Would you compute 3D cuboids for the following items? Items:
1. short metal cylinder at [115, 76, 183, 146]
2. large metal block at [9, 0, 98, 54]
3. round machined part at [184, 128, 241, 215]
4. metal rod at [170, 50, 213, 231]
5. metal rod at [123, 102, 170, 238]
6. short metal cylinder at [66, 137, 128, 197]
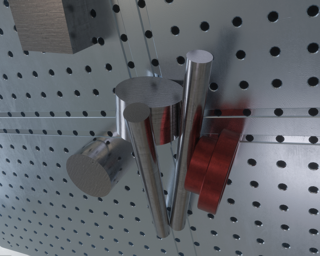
[{"bbox_3d":[-0.012,-0.022,0.368,0.080,0.080,0.050,16,125,19],"label":"short metal cylinder"},{"bbox_3d":[-0.131,-0.139,0.378,0.080,0.050,0.079,10,123,23],"label":"large metal block"},{"bbox_3d":[0.059,0.047,0.361,0.042,0.098,0.097,18,126,16],"label":"round machined part"},{"bbox_3d":[0.032,0.042,0.390,0.025,0.025,0.298,19,135,17],"label":"metal rod"},{"bbox_3d":[-0.008,0.078,0.400,0.025,0.025,0.299,17,145,19],"label":"metal rod"},{"bbox_3d":[-0.097,0.061,0.484,0.080,0.050,0.079,13,124,21],"label":"short metal cylinder"}]
